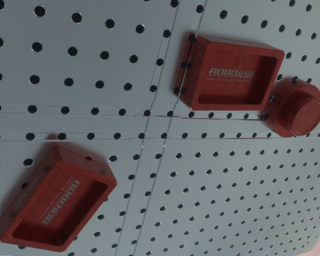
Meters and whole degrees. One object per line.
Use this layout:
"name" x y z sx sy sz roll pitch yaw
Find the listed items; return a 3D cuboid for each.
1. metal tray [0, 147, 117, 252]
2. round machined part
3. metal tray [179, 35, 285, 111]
"metal tray" -0.129 0.096 0.396 0.090 0.030 0.130 31 101 -38
"round machined part" 0.228 -0.025 0.509 0.099 0.042 0.097 -14 124 -21
"metal tray" 0.098 -0.070 0.417 0.131 0.030 0.089 -2 119 -28
